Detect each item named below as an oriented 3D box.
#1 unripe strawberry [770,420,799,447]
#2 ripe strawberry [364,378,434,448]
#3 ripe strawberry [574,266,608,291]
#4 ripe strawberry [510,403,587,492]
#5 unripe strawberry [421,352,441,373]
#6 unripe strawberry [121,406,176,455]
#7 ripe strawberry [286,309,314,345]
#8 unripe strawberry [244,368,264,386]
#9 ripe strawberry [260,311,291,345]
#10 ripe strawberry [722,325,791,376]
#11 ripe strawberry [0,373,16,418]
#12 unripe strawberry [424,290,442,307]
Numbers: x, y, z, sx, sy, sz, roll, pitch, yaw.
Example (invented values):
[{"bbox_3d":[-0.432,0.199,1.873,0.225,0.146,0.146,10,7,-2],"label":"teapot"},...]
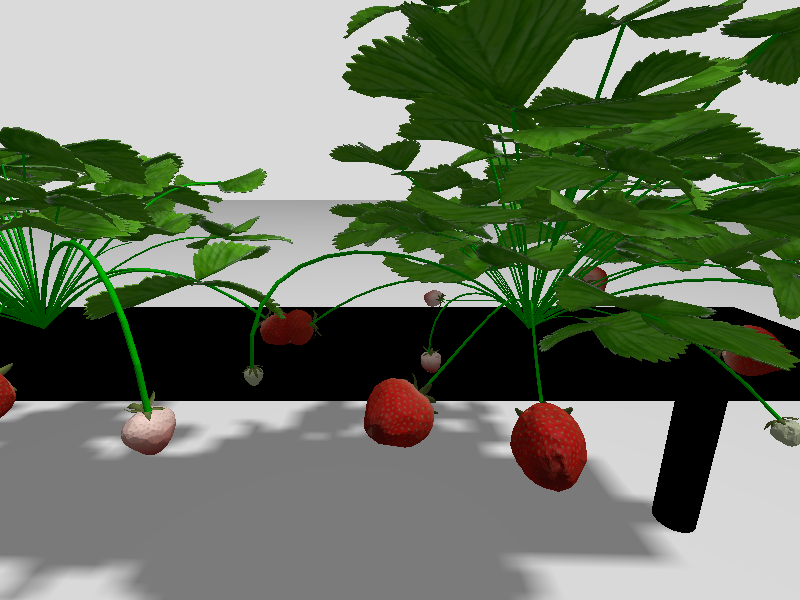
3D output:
[{"bbox_3d":[0.197,0.068,0.203,0.014,0.012,0.012,-7,-29,-23],"label":"unripe strawberry"},{"bbox_3d":[-0.002,0.057,0.201,0.036,0.031,0.036,11,20,34],"label":"ripe strawberry"},{"bbox_3d":[0.227,-0.022,0.475,0.037,0.039,0.040,15,21,42],"label":"ripe strawberry"},{"bbox_3d":[0.064,0.064,0.172,0.031,0.036,0.034,4,17,15],"label":"ripe strawberry"},{"bbox_3d":[0.022,0.044,0.282,0.015,0.015,0.016,-14,21,-41],"label":"unripe strawberry"},{"bbox_3d":[-0.122,0.064,0.195,0.020,0.024,0.024,13,21,39],"label":"unripe strawberry"},{"bbox_3d":[-0.088,0.023,0.332,0.032,0.031,0.029,-7,17,-9],"label":"ripe strawberry"},{"bbox_3d":[-0.088,0.046,0.241,0.011,0.011,0.011,-10,19,-31],"label":"unripe strawberry"},{"bbox_3d":[-0.099,0.025,0.327,0.028,0.027,0.030,36,19,-1],"label":"ripe strawberry"},{"bbox_3d":[0.243,0.036,0.273,0.035,0.034,0.038,13,20,36],"label":"ripe strawberry"},{"bbox_3d":[-0.228,0.053,0.215,0.030,0.034,0.032,-10,25,-32],"label":"ripe strawberry"},{"bbox_3d":[0.036,-0.002,0.435,0.020,0.017,0.020,12,20,38],"label":"unripe strawberry"}]
